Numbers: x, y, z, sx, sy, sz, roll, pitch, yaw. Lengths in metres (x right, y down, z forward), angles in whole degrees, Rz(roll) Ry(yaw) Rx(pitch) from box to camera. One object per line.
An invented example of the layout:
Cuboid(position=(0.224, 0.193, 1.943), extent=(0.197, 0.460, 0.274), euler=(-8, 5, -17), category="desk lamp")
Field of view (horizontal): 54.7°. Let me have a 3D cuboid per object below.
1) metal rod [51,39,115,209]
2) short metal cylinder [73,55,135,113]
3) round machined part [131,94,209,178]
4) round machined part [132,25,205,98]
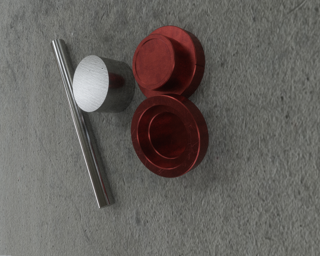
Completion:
Cuboid(position=(-0.131, -0.016, 0.509), extent=(0.025, 0.025, 0.299), euler=(-32, 70, 35), category="metal rod")
Cuboid(position=(-0.083, -0.062, 0.454), extent=(0.080, 0.050, 0.079), euler=(0, 90, 39), category="short metal cylinder")
Cuboid(position=(0.015, 0.007, 0.373), extent=(0.098, 0.042, 0.097), euler=(9, 105, 36), category="round machined part")
Cuboid(position=(0.004, -0.080, 0.389), extent=(0.098, 0.042, 0.097), euler=(0, 90, 39), category="round machined part")
